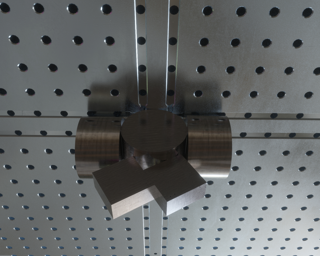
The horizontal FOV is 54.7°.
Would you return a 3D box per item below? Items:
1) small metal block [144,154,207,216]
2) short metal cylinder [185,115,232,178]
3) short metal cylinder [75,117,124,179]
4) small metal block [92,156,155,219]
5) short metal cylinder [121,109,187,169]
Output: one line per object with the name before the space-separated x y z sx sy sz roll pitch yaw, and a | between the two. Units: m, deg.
small metal block | 0.016 0.062 0.347 0.050 0.050 0.025 -20 135 -24
short metal cylinder | 0.058 0.024 0.395 0.050 0.080 0.079 1 130 0
short metal cylinder | -0.073 0.025 0.395 0.050 0.080 0.079 1 130 -1
small metal block | -0.040 0.064 0.343 0.050 0.050 0.025 -21 135 -24
short metal cylinder | -0.007 0.020 0.392 0.081 0.080 0.050 1 130 -1
